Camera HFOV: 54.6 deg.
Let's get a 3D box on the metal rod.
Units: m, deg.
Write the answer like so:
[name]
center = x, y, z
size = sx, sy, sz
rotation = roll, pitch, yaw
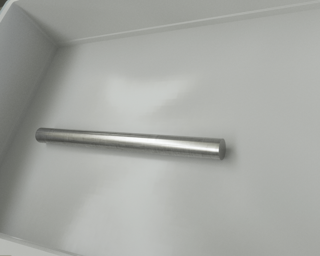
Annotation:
[metal rod]
center = -0.060, 0.018, 0.427
size = 0.300, 0.025, 0.025
rotation = 3, 63, 29
